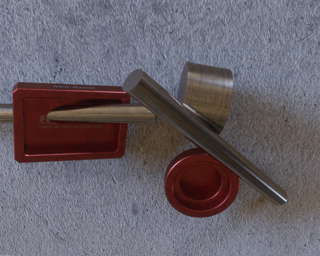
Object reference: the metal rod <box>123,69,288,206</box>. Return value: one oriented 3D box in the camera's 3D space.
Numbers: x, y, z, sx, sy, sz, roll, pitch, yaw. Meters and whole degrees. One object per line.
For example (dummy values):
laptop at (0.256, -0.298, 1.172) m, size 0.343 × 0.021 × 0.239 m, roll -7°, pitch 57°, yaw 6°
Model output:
metal rod at (0.074, 0.029, 0.363) m, size 0.025 × 0.025 × 0.301 m, roll -44°, pitch 127°, yaw 14°

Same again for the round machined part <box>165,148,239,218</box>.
round machined part at (0.055, 0.071, 0.427) m, size 0.099 × 0.042 × 0.097 m, roll 0°, pitch 110°, yaw 0°

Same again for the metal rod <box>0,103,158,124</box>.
metal rod at (-0.154, -0.018, 0.382) m, size 0.302 × 0.025 × 0.025 m, roll 0°, pitch 110°, yaw 7°

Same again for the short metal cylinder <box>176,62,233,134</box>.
short metal cylinder at (0.049, -0.034, 0.368) m, size 0.050 × 0.080 × 0.079 m, roll 9°, pitch 110°, yaw -4°

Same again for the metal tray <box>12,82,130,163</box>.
metal tray at (-0.107, -0.006, 0.380) m, size 0.131 × 0.030 × 0.089 m, roll -1°, pitch 112°, yaw -22°
